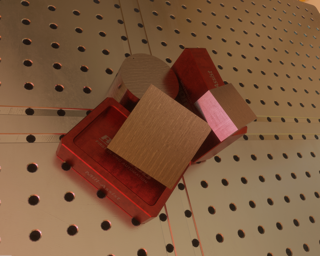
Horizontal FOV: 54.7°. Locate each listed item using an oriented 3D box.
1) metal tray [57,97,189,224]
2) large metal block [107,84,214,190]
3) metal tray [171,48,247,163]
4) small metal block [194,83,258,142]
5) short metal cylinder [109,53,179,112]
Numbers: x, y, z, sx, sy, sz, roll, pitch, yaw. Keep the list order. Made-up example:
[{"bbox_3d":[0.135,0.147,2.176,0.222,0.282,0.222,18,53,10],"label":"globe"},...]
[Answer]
[{"bbox_3d":[-0.040,0.035,0.362,0.130,0.030,0.090,40,51,-1],"label":"metal tray"},{"bbox_3d":[-0.002,0.009,0.347,0.080,0.050,0.080,35,87,-6],"label":"large metal block"},{"bbox_3d":[0.051,-0.030,0.414,0.030,0.090,0.130,-10,67,-33],"label":"metal tray"},{"bbox_3d":[0.073,-0.019,0.340,0.050,0.025,0.050,-22,74,-48],"label":"small metal block"},{"bbox_3d":[-0.022,-0.052,0.413,0.081,0.050,0.080,14,56,-21],"label":"short metal cylinder"}]
